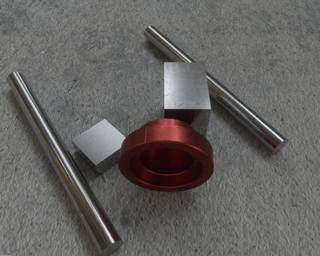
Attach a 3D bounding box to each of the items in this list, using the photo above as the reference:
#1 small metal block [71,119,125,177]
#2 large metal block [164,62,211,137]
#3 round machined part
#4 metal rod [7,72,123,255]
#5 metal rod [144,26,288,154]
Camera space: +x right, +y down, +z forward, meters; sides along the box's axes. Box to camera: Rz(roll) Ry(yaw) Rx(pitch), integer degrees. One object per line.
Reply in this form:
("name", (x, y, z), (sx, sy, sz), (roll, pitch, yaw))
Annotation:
("small metal block", (-0.072, 0.023, 0.383), (0.050, 0.025, 0.050), (-36, 59, -27))
("large metal block", (0.030, -0.026, 0.390), (0.050, 0.080, 0.080), (0, 50, 0))
("round machined part", (0.007, 0.027, 0.333), (0.099, 0.097, 0.042), (3, 50, 2))
("metal rod", (-0.131, 0.023, 0.382), (0.025, 0.025, 0.300), (-27, 55, -21))
("metal rod", (0.066, -0.072, 0.464), (0.025, 0.025, 0.300), (-27, 55, -21))
